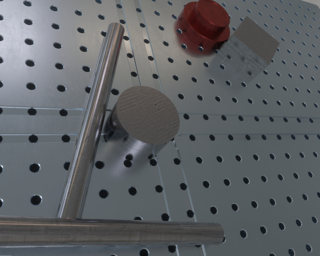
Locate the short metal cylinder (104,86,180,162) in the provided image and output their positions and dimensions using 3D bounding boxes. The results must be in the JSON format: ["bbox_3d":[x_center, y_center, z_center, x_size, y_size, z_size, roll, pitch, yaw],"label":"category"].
[{"bbox_3d":[-0.023,-0.005,0.383,0.081,0.050,0.080,14,56,-21],"label":"short metal cylinder"}]

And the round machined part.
[{"bbox_3d":[0.087,-0.195,0.563,0.099,0.042,0.098,14,56,-21],"label":"round machined part"}]

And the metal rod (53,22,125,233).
[{"bbox_3d":[-0.078,-0.023,0.379,0.025,0.025,0.300,18,55,-18],"label":"metal rod"}]

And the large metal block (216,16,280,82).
[{"bbox_3d":[0.163,-0.146,0.569,0.080,0.050,0.080,38,51,-3],"label":"large metal block"}]

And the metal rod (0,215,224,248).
[{"bbox_3d":[-0.059,0.098,0.289,0.302,0.025,0.025,12,56,-31],"label":"metal rod"}]
